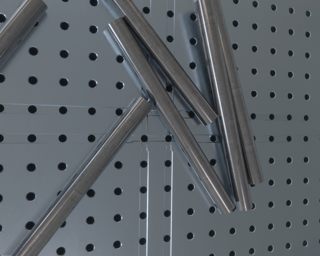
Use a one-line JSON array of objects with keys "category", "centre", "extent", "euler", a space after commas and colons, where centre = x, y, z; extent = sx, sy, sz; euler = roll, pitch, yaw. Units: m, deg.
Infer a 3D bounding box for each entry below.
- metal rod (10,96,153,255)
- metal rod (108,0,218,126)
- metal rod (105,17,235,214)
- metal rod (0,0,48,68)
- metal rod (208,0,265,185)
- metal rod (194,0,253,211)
[{"category": "metal rod", "centre": [-0.108, 0.083, 0.372], "extent": [0.025, 0.025, 0.300], "euler": [41, 77, -16]}, {"category": "metal rod", "centre": [-0.021, -0.125, 0.404], "extent": [0.025, 0.025, 0.300], "euler": [-42, 104, -15]}, {"category": "metal rod", "centre": [0.020, -0.008, 0.419], "extent": [0.025, 0.025, 0.299], "euler": [-35, 102, -16]}, {"category": "metal rod", "centre": [-0.221, -0.024, 0.331], "extent": [0.025, 0.025, 0.300], "euler": [36, 78, -17]}, {"category": "metal rod", "centre": [0.104, -0.063, 0.450], "extent": [0.025, 0.025, 0.299], "euler": [-18, 96, -19]}, {"category": "metal rod", "centre": [0.091, -0.027, 0.437], "extent": [0.025, 0.025, 0.298], "euler": [-16, 98, -19]}]
